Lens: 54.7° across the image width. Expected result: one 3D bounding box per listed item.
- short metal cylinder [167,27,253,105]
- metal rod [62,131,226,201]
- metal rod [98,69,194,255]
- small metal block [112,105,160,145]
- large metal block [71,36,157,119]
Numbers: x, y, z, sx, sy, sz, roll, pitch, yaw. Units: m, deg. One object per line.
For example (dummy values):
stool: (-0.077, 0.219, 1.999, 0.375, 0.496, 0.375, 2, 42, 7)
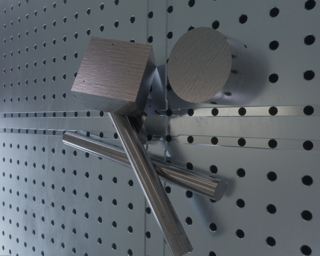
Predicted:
short metal cylinder: (0.055, -0.067, 0.347, 0.080, 0.050, 0.079, 0, 90, 40)
metal rod: (-0.045, 0.044, 0.446, 0.300, 0.025, 0.025, 13, 99, 39)
metal rod: (-0.037, 0.020, 0.406, 0.025, 0.025, 0.299, -42, 64, 32)
small metal block: (-0.035, -0.011, 0.438, 0.050, 0.025, 0.050, 40, 114, 32)
large metal block: (-0.056, -0.065, 0.400, 0.080, 0.050, 0.080, 11, 70, 10)
